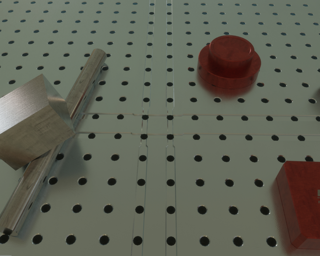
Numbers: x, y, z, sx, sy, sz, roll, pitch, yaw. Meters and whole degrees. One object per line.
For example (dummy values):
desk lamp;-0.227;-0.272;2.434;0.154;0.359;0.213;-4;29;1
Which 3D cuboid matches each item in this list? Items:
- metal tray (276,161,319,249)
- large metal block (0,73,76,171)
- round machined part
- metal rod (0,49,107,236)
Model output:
metal tray;0.204;0.083;0.336;0.131;0.030;0.090;2;50;1
large metal block;-0.157;-0.010;0.373;0.080;0.050;0.080;-32;41;-2
round machined part;0.110;-0.110;0.490;0.099;0.042;0.098;0;50;0
metal rod;-0.129;-0.007;0.412;0.025;0.025;0.300;9;50;7
